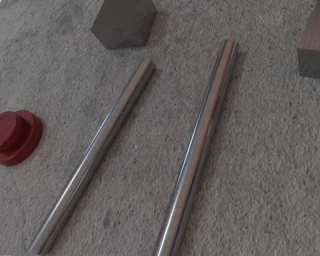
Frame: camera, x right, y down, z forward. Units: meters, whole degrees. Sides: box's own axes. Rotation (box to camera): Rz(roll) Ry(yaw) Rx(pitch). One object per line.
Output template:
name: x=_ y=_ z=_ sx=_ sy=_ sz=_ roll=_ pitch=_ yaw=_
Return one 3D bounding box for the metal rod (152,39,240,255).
metal rod: x=0.047 y=0.019 z=0.366 sx=0.025 sy=0.025 sz=0.300 roll=7 pitch=65 yaw=31

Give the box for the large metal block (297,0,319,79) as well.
large metal block: x=0.207 y=-0.098 z=0.339 sx=0.080 sy=0.050 sz=0.080 roll=17 pitch=71 yaw=34

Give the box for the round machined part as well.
round machined part: x=-0.249 y=0.011 z=0.514 sx=0.098 sy=0.042 sz=0.098 roll=-13 pitch=56 yaw=20

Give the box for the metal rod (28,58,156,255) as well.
metal rod: x=-0.086 y=0.028 z=0.429 sx=0.025 sy=0.025 sz=0.300 roll=17 pitch=70 yaw=34

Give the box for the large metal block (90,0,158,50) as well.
large metal block: x=-0.060 y=-0.184 z=0.530 sx=0.080 sy=0.050 sz=0.080 roll=3 pitch=63 yaw=29
